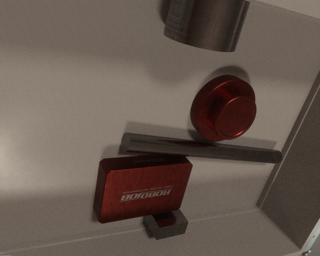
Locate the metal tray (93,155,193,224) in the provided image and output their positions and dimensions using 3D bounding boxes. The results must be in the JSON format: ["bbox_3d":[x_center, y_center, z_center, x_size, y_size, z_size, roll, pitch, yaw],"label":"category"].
[{"bbox_3d":[-0.024,0.084,0.446,0.131,0.030,0.089,-2,119,-28],"label":"metal tray"}]

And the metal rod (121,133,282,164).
[{"bbox_3d":[0.083,0.035,0.477,0.302,0.025,0.025,8,115,-32],"label":"metal rod"}]

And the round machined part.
[{"bbox_3d":[0.096,-0.022,0.439,0.099,0.042,0.097,-14,125,-21],"label":"round machined part"}]

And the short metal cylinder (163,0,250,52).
[{"bbox_3d":[0.048,-0.117,0.329,0.081,0.080,0.050,-2,119,-28],"label":"short metal cylinder"}]

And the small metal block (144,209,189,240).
[{"bbox_3d":[0.009,0.144,0.488,0.050,0.050,0.025,-2,120,-28],"label":"small metal block"}]
